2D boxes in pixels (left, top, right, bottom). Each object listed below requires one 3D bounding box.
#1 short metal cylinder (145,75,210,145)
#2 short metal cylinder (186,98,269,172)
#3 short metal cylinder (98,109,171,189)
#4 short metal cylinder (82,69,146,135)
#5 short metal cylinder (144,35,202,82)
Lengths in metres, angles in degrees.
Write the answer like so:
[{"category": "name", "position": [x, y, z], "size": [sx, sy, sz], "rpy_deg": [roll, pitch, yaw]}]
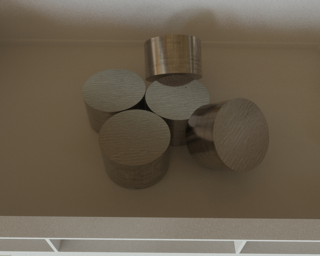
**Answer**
[{"category": "short metal cylinder", "position": [0.022, -0.024, 0.407], "size": [0.081, 0.050, 0.080], "rpy_deg": [0, 50, 0]}, {"category": "short metal cylinder", "position": [0.077, 0.009, 0.354], "size": [0.081, 0.050, 0.080], "rpy_deg": [3, 85, -29]}, {"category": "short metal cylinder", "position": [-0.028, 0.024, 0.366], "size": [0.081, 0.050, 0.080], "rpy_deg": [0, 50, 0]}, {"category": "short metal cylinder", "position": [-0.059, -0.034, 0.414], "size": [0.081, 0.050, 0.080], "rpy_deg": [0, 50, 0]}, {"category": "short metal cylinder", "position": [0.019, -0.095, 0.438], "size": [0.081, 0.080, 0.050], "rpy_deg": [-2, 89, -2]}]
